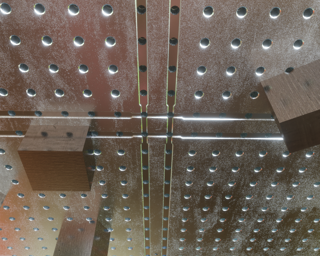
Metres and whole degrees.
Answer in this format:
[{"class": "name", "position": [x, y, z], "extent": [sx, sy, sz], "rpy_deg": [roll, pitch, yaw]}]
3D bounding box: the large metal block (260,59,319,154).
[{"class": "large metal block", "position": [0.170, -0.028, 0.353], "extent": [0.080, 0.080, 0.050], "rpy_deg": [-21, 127, 16]}]

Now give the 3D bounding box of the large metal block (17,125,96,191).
[{"class": "large metal block", "position": [-0.138, 0.043, 0.430], "extent": [0.080, 0.050, 0.080], "rpy_deg": [1, 130, -1]}]

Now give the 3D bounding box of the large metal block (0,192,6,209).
[{"class": "large metal block", "position": [-0.315, 0.120, 0.494], "extent": [0.080, 0.050, 0.080], "rpy_deg": [-25, 126, 19]}]

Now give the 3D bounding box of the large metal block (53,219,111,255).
[{"class": "large metal block", "position": [-0.142, 0.223, 0.564], "extent": [0.080, 0.080, 0.050], "rpy_deg": [-18, 128, 15]}]
